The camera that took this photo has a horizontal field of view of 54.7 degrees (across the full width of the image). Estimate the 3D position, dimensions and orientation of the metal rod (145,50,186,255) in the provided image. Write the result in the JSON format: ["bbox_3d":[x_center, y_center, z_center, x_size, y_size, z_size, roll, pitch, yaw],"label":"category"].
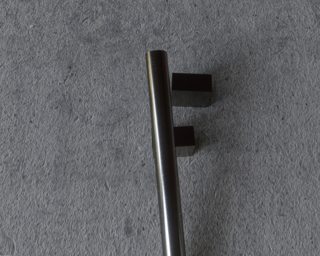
[{"bbox_3d":[0.009,0.063,0.344,0.025,0.025,0.298,-5,86,-2],"label":"metal rod"}]

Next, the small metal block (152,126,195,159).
[{"bbox_3d":[0.015,0.019,0.388,0.050,0.050,0.025,-3,70,-2],"label":"small metal block"}]

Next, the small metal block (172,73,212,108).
[{"bbox_3d":[0.040,-0.049,0.413,0.050,0.050,0.025,2,70,0],"label":"small metal block"}]
